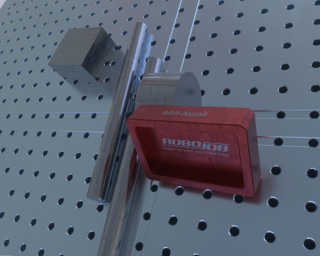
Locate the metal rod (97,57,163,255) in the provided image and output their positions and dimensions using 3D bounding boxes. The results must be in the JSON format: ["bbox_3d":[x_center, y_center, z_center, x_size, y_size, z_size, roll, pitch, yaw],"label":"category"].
[{"bbox_3d":[-0.035,0.031,0.407,0.025,0.025,0.300,-3,60,27],"label":"metal rod"}]

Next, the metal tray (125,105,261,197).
[{"bbox_3d":[0.035,0.022,0.332,0.130,0.090,0.030,4,37,30],"label":"metal tray"}]

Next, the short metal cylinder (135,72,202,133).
[{"bbox_3d":[0.013,-0.029,0.384,0.050,0.080,0.080,4,64,30],"label":"short metal cylinder"}]

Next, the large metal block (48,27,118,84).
[{"bbox_3d":[-0.133,-0.127,0.540,0.080,0.050,0.080,9,66,32],"label":"large metal block"}]

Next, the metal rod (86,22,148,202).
[{"bbox_3d":[-0.057,-0.041,0.463,0.025,0.025,0.300,-4,60,26],"label":"metal rod"}]
